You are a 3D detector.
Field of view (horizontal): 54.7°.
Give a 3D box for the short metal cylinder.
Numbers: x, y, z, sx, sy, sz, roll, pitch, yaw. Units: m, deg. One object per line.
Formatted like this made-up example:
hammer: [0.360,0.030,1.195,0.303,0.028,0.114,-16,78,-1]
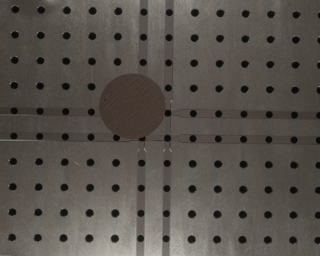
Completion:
short metal cylinder: [-0.033,-0.027,0.400,0.081,0.050,0.079,0,90,-1]
